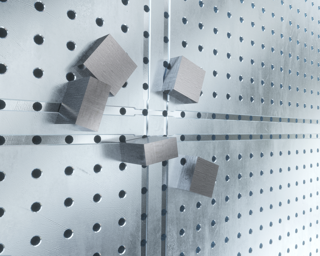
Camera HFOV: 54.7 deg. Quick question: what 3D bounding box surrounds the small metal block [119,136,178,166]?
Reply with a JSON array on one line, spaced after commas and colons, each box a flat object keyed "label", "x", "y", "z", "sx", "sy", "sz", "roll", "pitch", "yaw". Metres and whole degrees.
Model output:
[{"label": "small metal block", "x": -0.014, "y": 0.027, "z": 0.383, "sx": 0.050, "sy": 0.050, "sz": 0.025, "roll": -11, "pitch": 97, "yaw": -40}]

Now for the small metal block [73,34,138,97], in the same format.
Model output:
[{"label": "small metal block", "x": -0.062, "y": -0.071, "z": 0.359, "sx": 0.050, "sy": 0.025, "sz": 0.050, "roll": 48, "pitch": 62, "yaw": -30}]

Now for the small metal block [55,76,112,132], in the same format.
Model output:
[{"label": "small metal block", "x": -0.082, "y": -0.024, "z": 0.326, "sx": 0.025, "sy": 0.050, "sz": 0.050, "roll": 24, "pitch": 75, "yaw": -38}]

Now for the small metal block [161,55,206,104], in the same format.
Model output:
[{"label": "small metal block", "x": 0.034, "y": -0.067, "z": 0.440, "sx": 0.050, "sy": 0.025, "sz": 0.050, "roll": 24, "pitch": 75, "yaw": -38}]

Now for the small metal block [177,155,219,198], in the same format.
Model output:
[{"label": "small metal block", "x": 0.057, "y": 0.072, "z": 0.460, "sx": 0.050, "sy": 0.025, "sz": 0.050, "roll": 25, "pitch": 74, "yaw": -38}]
